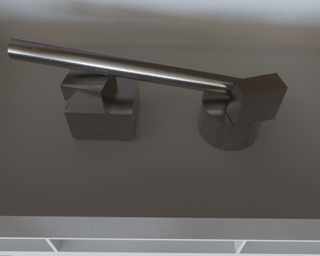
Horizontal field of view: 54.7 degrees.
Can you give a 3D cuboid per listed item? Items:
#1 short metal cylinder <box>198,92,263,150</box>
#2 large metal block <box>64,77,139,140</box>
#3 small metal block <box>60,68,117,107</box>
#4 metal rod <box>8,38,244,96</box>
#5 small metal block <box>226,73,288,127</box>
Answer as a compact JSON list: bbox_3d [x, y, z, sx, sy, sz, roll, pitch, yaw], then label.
[{"bbox_3d":[0.093,-0.018,0.403,0.081,0.050,0.080,0,50,0],"label":"short metal cylinder"},{"bbox_3d":[-0.072,-0.032,0.411,0.081,0.050,0.080,2,50,1],"label":"large metal block"},{"bbox_3d":[-0.087,-0.056,0.384,0.050,0.025,0.050,10,50,8],"label":"small metal block"},{"bbox_3d":[-0.023,-0.069,0.369,0.302,0.025,0.025,9,50,-3],"label":"metal rod"},{"bbox_3d":[0.107,-0.031,0.348,0.050,0.050,0.025,-11,51,-10],"label":"small metal block"}]
